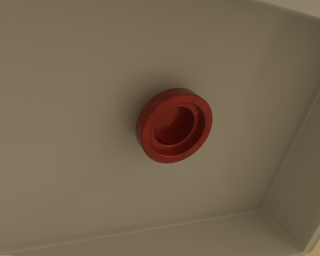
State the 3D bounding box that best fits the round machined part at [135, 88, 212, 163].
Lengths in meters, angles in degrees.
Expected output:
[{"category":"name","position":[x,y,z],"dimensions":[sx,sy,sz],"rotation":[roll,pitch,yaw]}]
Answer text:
[{"category":"round machined part","position":[0.014,-0.006,0.397],"dimensions":[0.099,0.042,0.097],"rotation":[-14,124,-21]}]
